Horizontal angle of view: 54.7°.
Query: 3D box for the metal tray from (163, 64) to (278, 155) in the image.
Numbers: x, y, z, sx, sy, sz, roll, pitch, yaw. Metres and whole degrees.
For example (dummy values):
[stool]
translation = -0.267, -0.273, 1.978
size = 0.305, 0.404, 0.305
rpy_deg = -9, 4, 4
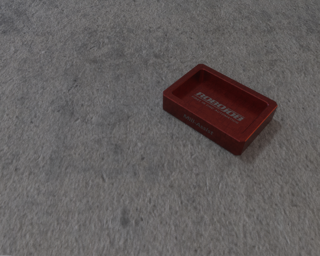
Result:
[metal tray]
translation = 0.080, -0.031, 0.426
size = 0.130, 0.030, 0.090
rpy_deg = 34, 58, 25
